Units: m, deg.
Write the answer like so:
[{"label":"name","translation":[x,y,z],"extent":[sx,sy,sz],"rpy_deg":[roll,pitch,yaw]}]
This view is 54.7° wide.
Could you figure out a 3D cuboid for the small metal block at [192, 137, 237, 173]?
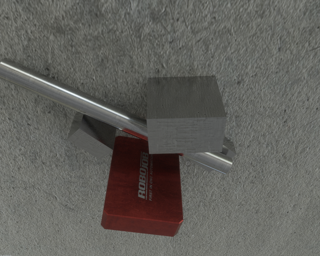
[{"label":"small metal block","translation":[0.070,0.030,0.436],"extent":[0.050,0.025,0.050],"rpy_deg":[34,122,-26]}]

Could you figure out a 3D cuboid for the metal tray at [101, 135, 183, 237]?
[{"label":"metal tray","translation":[-0.021,0.069,0.399],"extent":[0.091,0.130,0.030],"rpy_deg":[10,129,-8]}]

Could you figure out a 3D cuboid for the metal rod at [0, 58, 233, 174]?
[{"label":"metal rod","translation":[-0.044,-0.009,0.383],"extent":[0.302,0.025,0.025],"rpy_deg":[24,126,-13]}]

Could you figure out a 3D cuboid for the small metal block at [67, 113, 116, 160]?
[{"label":"small metal block","translation":[-0.085,0.005,0.394],"extent":[0.050,0.050,0.025],"rpy_deg":[37,121,-27]}]

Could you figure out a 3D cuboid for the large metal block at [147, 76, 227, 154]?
[{"label":"large metal block","translation":[0.027,-0.017,0.357],"extent":[0.081,0.080,0.050],"rpy_deg":[-2,130,1]}]
